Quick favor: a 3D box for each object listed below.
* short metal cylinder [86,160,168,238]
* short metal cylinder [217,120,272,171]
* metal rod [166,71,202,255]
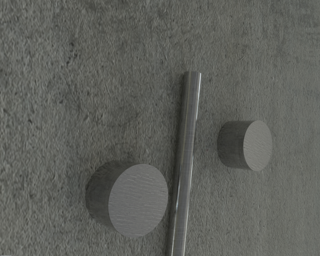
[{"bbox_3d":[-0.037,0.079,0.357,0.081,0.050,0.079,0,90,-40],"label":"short metal cylinder"},{"bbox_3d":[0.139,0.028,0.505,0.081,0.050,0.079,0,90,-40],"label":"short metal cylinder"},{"bbox_3d":[0.032,0.070,0.431,0.025,0.025,0.298,10,84,-40],"label":"metal rod"}]
